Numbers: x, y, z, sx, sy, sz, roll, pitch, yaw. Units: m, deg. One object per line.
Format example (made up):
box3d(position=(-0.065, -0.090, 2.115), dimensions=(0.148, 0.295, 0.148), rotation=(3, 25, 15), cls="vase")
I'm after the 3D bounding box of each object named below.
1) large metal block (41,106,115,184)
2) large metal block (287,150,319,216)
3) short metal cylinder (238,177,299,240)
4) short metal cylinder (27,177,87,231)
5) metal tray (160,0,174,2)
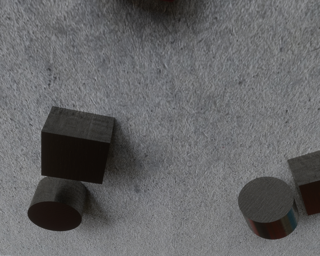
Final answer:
box3d(position=(-0.109, 0.024, 0.411), dimensions=(0.081, 0.050, 0.079), rotation=(10, 129, -9), cls="large metal block")
box3d(position=(0.246, 0.078, 0.460), dimensions=(0.080, 0.050, 0.080), rotation=(-20, 128, 16), cls="large metal block")
box3d(position=(0.167, 0.122, 0.477), dimensions=(0.080, 0.080, 0.050), rotation=(-19, 128, 15), cls="short metal cylinder")
box3d(position=(-0.160, 0.120, 0.491), dimensions=(0.081, 0.050, 0.079), rotation=(0, 130, 0), cls="short metal cylinder")
box3d(position=(-0.018, -0.179, 0.251), dimensions=(0.091, 0.030, 0.129), rotation=(7, 130, -6), cls="metal tray")
